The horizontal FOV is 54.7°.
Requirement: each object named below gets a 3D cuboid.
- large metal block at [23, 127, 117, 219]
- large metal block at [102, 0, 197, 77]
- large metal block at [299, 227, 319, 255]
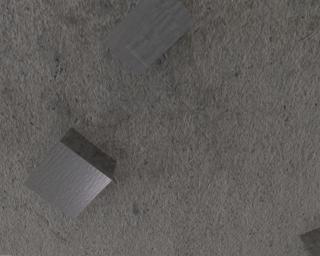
[{"bbox_3d":[-0.118,0.060,0.418,0.080,0.050,0.080,40,105,-14],"label":"large metal block"},{"bbox_3d":[-0.010,-0.109,0.340,0.080,0.080,0.050,-42,105,14],"label":"large metal block"},{"bbox_3d":[0.273,0.194,0.470,0.080,0.050,0.080,-26,108,9],"label":"large metal block"}]
